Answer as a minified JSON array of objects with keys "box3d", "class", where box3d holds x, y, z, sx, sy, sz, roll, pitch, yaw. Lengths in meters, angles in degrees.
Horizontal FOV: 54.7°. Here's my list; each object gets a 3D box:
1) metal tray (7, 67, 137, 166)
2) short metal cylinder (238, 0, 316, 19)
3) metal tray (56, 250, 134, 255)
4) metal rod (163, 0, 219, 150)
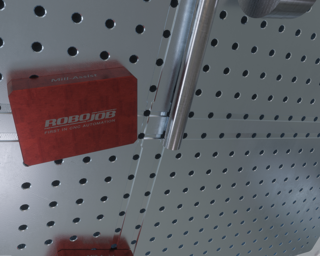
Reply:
[{"box3d":[-0.092,-0.015,0.349,0.131,0.030,0.089,-12,124,-22],"class":"metal tray"},{"box3d":[0.132,-0.164,0.346,0.050,0.080,0.079,-8,122,-24],"class":"short metal cylinder"},{"box3d":[-0.112,0.239,0.494,0.131,0.030,0.089,16,110,-35],"class":"metal tray"},{"box3d":[0.045,-0.106,0.370,0.025,0.025,0.298,-2,120,-28],"class":"metal rod"}]
